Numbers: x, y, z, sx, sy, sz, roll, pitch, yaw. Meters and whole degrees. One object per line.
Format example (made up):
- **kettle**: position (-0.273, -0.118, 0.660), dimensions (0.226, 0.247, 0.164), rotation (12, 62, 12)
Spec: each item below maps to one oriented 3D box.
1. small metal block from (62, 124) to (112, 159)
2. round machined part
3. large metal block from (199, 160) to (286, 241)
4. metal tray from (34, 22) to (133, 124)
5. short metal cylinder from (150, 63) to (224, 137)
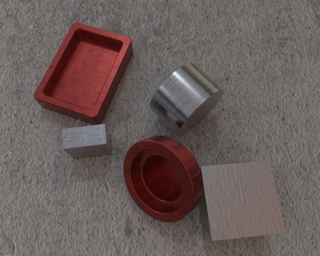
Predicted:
- **small metal block**: position (-0.089, 0.018, 0.387), dimensions (0.050, 0.050, 0.025), rotation (-7, 71, -3)
- **round machined part**: position (0.008, 0.055, 0.360), dimensions (0.098, 0.097, 0.042), rotation (49, 38, 15)
- **large metal block**: position (0.089, 0.086, 0.363), dimensions (0.081, 0.050, 0.080), rotation (-5, 70, -4)
- **metal tray**: position (-0.102, -0.078, 0.432), dimensions (0.090, 0.030, 0.130), rotation (18, 71, 6)
- **short metal cylinder**: position (0.034, -0.035, 0.392), dimensions (0.080, 0.080, 0.050), rotation (-41, 75, -14)
